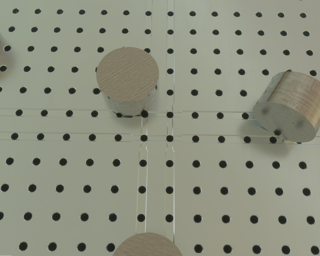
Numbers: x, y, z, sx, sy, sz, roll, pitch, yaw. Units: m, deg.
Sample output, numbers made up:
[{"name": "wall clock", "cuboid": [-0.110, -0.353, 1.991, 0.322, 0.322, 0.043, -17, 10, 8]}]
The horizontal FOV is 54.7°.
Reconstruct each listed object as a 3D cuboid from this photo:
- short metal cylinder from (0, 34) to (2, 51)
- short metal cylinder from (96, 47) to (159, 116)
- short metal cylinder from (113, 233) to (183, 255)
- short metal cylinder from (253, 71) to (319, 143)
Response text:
[{"name": "short metal cylinder", "cuboid": [-0.280, -0.133, 0.445, 0.081, 0.050, 0.080, 0, 70, 0]}, {"name": "short metal cylinder", "cuboid": [-0.041, -0.062, 0.421, 0.081, 0.050, 0.080, 0, 70, 0]}, {"name": "short metal cylinder", "cuboid": [-0.013, 0.158, 0.341, 0.081, 0.050, 0.080, 0, 70, 0]}, {"name": "short metal cylinder", "cuboid": [0.167, -0.026, 0.393, 0.080, 0.080, 0.050, 33, 74, 11]}]
